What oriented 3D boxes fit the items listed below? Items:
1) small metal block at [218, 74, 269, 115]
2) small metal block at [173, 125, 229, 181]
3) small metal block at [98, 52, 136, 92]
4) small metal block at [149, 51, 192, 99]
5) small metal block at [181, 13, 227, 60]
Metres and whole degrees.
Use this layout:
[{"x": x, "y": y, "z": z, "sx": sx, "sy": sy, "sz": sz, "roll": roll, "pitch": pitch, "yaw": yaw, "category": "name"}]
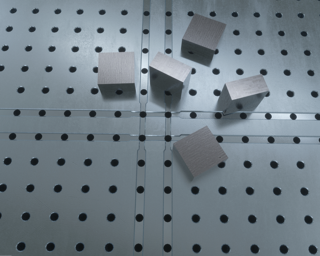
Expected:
[{"x": 0.111, "y": -0.044, "z": 0.416, "sx": 0.050, "sy": 0.050, "sz": 0.025, "roll": -15, "pitch": 71, "yaw": -6, "category": "small metal block"}, {"x": 0.051, "y": 0.033, "z": 0.400, "sx": 0.050, "sy": 0.025, "sz": 0.050, "roll": -28, "pitch": 73, "yaw": -10, "category": "small metal block"}, {"x": -0.061, "y": -0.079, "z": 0.440, "sx": 0.050, "sy": 0.025, "sz": 0.050, "roll": -2, "pitch": 70, "yaw": -1, "category": "small metal block"}, {"x": 0.014, "y": -0.071, "z": 0.425, "sx": 0.050, "sy": 0.050, "sz": 0.025, "roll": 28, "pitch": 72, "yaw": 9, "category": "small metal block"}, {"x": 0.065, "y": -0.136, "z": 0.462, "sx": 0.050, "sy": 0.025, "sz": 0.050, "roll": 22, "pitch": 71, "yaw": 7, "category": "small metal block"}]
